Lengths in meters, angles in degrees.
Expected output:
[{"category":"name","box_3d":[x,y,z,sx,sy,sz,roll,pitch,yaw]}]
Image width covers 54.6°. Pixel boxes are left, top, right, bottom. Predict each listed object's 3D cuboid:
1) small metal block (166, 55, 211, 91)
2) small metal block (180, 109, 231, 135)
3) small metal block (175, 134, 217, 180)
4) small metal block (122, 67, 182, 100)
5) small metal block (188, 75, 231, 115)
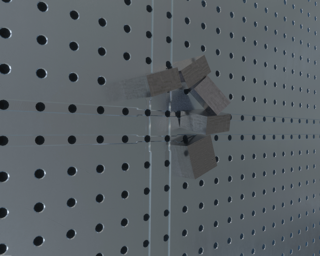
[{"category":"small metal block","box_3d":[0.031,-0.073,0.418,0.050,0.050,0.025,-38,113,-33]},{"category":"small metal block","box_3d":[0.065,-0.010,0.443,0.050,0.050,0.025,-7,106,-40]},{"category":"small metal block","box_3d":[0.053,0.041,0.453,0.050,0.025,0.050,-23,105,-38]},{"category":"small metal block","box_3d":[-0.010,-0.055,0.383,0.050,0.050,0.025,-23,105,-38]},{"category":"small metal block","box_3d":[0.065,-0.048,0.436,0.025,0.050,0.050,-44,107,0]}]
